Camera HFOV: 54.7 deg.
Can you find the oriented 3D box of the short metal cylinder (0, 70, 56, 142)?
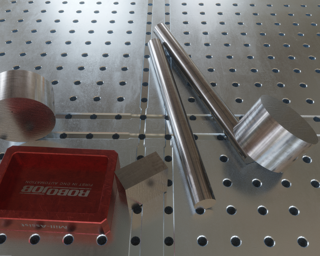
[{"bbox_3d":[-0.176,-0.026,0.392,0.081,0.080,0.050,-11,51,-9],"label":"short metal cylinder"}]

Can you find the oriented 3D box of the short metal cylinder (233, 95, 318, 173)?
[{"bbox_3d":[0.135,0.006,0.366,0.080,0.050,0.080,24,33,-17],"label":"short metal cylinder"}]

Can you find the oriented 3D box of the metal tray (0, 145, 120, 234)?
[{"bbox_3d":[-0.116,0.066,0.346,0.131,0.030,0.090,3,50,1],"label":"metal tray"}]

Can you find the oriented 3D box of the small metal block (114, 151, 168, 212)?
[{"bbox_3d":[-0.020,0.059,0.341,0.050,0.050,0.025,-25,55,-20],"label":"small metal block"}]

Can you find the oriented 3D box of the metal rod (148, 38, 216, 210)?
[{"bbox_3d":[0.020,-0.029,0.432,0.025,0.025,0.300,-8,51,-7],"label":"metal rod"}]

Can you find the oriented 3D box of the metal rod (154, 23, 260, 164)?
[{"bbox_3d":[0.057,-0.071,0.467,0.025,0.025,0.300,-17,52,-14],"label":"metal rod"}]
